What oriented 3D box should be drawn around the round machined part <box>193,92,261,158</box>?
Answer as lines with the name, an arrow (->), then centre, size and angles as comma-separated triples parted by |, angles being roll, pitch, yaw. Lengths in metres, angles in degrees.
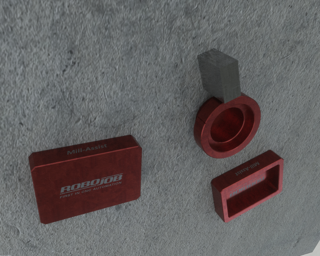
round machined part -> 0.090, -0.009, 0.440 | 0.099, 0.042, 0.097 | -14, 124, -21

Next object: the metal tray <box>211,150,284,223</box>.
metal tray -> 0.158, 0.104, 0.554 | 0.131, 0.030, 0.090 | -24, 127, -14

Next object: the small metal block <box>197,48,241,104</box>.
small metal block -> 0.075, -0.066, 0.390 | 0.025, 0.050, 0.050 | -26, 128, -12

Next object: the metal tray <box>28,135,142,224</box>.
metal tray -> -0.090, 0.064, 0.394 | 0.131, 0.030, 0.089 | -10, 123, -23
